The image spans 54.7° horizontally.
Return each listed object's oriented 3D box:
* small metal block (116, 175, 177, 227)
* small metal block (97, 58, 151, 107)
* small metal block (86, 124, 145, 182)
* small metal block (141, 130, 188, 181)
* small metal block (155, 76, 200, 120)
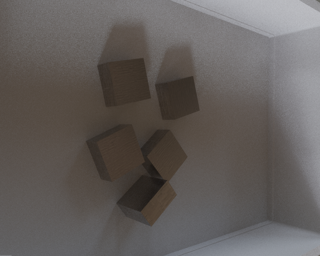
[{"bbox_3d":[-0.017,0.087,0.379,0.050,0.050,0.025,-45,118,-31],"label":"small metal block"},{"bbox_3d":[-0.042,-0.055,0.373,0.050,0.025,0.050,-18,101,-39],"label":"small metal block"},{"bbox_3d":[-0.051,0.028,0.365,0.050,0.025,0.050,-29,108,-36],"label":"small metal block"},{"bbox_3d":[0.003,0.037,0.411,0.050,0.025,0.050,-49,119,-29],"label":"small metal block"},{"bbox_3d":[0.025,-0.042,0.430,0.050,0.025,0.050,-21,103,-38],"label":"small metal block"}]
